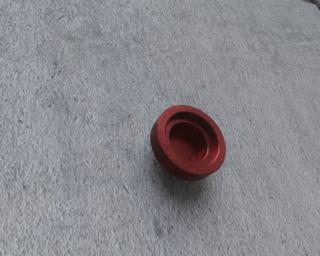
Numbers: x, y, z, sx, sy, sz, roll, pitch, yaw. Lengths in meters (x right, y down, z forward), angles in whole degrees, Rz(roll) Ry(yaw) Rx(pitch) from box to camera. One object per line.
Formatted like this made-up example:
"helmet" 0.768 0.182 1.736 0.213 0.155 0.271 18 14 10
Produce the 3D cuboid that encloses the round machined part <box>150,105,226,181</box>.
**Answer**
"round machined part" 0.032 0.022 0.400 0.099 0.042 0.098 14 56 -21
